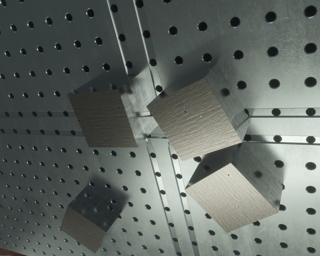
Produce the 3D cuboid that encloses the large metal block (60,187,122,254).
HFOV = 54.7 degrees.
[{"bbox_3d":[-0.127,0.169,0.564,0.080,0.050,0.079,32,128,6],"label":"large metal block"}]

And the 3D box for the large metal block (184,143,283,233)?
[{"bbox_3d":[0.093,0.075,0.392,0.080,0.050,0.080,46,129,-5],"label":"large metal block"}]

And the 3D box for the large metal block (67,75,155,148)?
[{"bbox_3d":[-0.063,-0.021,0.414,0.080,0.050,0.080,-2,118,28],"label":"large metal block"}]

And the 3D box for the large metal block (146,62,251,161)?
[{"bbox_3d":[0.046,-0.017,0.360,0.080,0.050,0.080,-23,106,36],"label":"large metal block"}]
